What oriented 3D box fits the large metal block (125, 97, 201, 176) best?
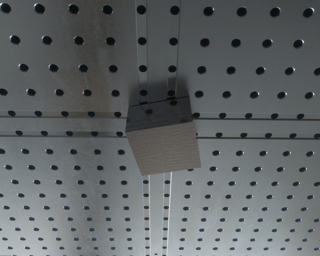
[{"bbox_3d":[0.007,0.012,0.404,0.080,0.050,0.080,-9,130,8],"label":"large metal block"}]
